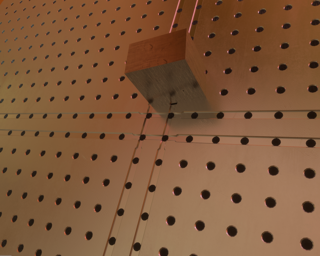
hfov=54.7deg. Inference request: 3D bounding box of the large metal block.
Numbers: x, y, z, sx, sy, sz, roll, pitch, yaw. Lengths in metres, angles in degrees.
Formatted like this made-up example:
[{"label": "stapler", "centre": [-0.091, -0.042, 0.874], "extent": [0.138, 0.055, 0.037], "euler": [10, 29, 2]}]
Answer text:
[{"label": "large metal block", "centre": [0.011, -0.076, 0.413], "extent": [0.080, 0.080, 0.050], "euler": [-9, 58, 23]}]
